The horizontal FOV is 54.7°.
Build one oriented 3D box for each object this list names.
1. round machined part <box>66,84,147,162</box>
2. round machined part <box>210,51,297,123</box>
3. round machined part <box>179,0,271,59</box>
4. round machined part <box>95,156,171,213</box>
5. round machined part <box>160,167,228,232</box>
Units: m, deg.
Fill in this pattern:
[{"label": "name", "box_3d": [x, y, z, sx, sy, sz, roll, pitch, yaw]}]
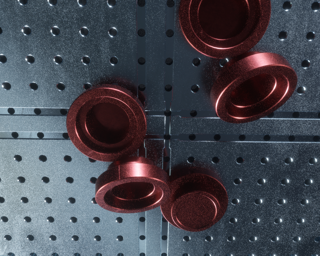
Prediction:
[{"label": "round machined part", "box_3d": [-0.066, -0.009, 0.400, 0.099, 0.042, 0.097, 0, 110, -1]}, {"label": "round machined part", "box_3d": [0.107, -0.052, 0.371, 0.099, 0.042, 0.097, -11, 144, -8]}, {"label": "round machined part", "box_3d": [0.071, -0.129, 0.353, 0.099, 0.042, 0.097, 1, 103, 3]}, {"label": "round machined part", "box_3d": [-0.037, 0.074, 0.416, 0.099, 0.042, 0.097, -6, 140, -4]}, {"label": "round machined part", "box_3d": [0.049, 0.109, 0.445, 0.099, 0.042, 0.097, 0, 110, -1]}]
